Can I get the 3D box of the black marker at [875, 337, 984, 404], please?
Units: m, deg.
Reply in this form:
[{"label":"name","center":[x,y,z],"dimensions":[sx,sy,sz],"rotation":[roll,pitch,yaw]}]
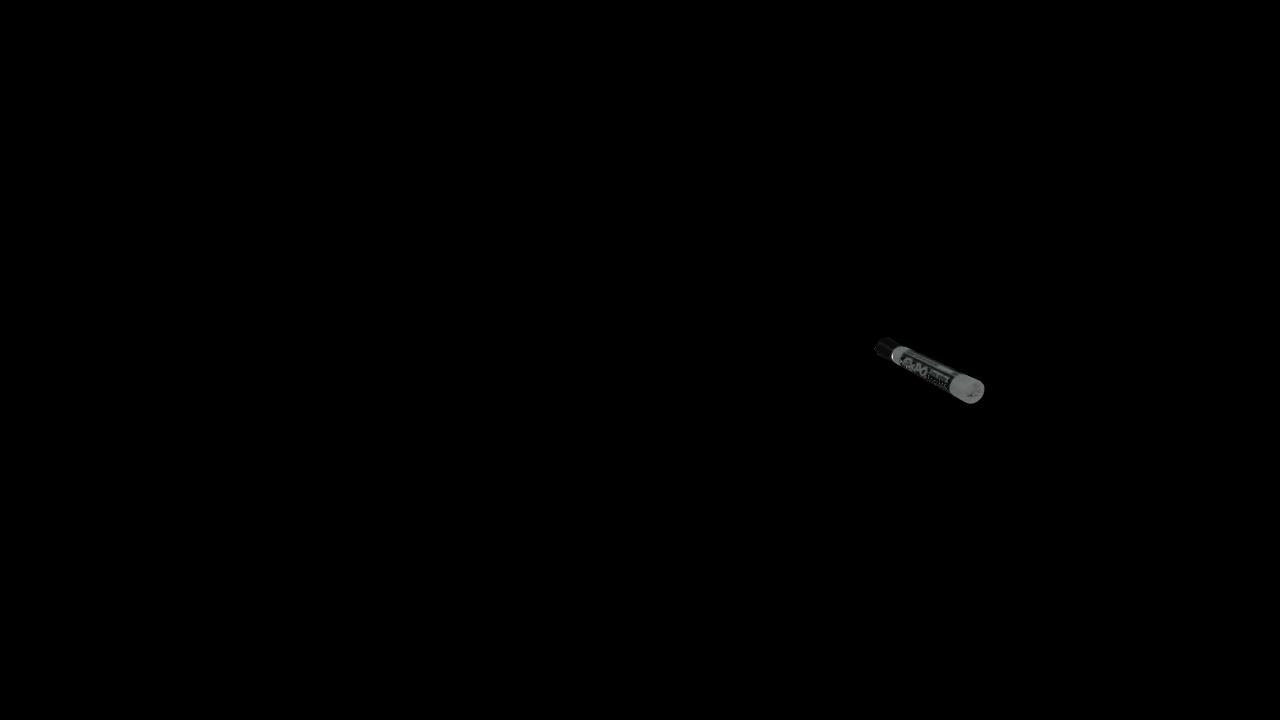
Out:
[{"label":"black marker","center":[0.235,0.005,0.512],"dimensions":[0.020,0.020,0.121],"rotation":[0,18,-13]}]
